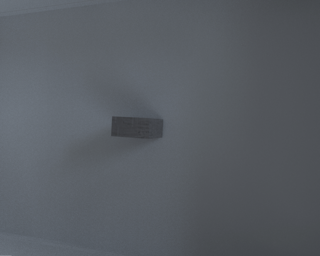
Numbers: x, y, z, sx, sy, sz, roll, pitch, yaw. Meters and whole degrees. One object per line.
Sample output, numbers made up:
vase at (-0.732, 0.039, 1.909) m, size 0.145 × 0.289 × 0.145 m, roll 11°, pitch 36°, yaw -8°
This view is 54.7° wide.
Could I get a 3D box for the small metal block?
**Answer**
small metal block at (-0.028, -0.001, 0.403) m, size 0.050 × 0.050 × 0.025 m, roll 3°, pitch 91°, yaw 19°
